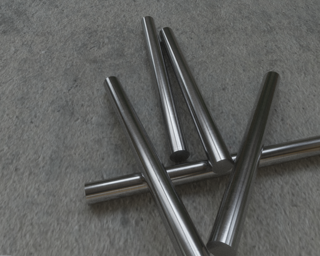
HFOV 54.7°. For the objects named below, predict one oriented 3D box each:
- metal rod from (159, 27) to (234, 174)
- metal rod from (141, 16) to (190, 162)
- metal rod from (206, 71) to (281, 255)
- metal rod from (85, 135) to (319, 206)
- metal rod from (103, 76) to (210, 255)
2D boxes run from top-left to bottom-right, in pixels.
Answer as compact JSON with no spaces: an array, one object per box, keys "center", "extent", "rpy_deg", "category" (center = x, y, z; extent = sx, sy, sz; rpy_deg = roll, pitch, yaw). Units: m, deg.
[{"center":[0.039,-0.062,0.438],"extent":[0.025,0.025,0.300],"rpy_deg":[-8,45,-7],"category":"metal rod"},{"center":[0.001,-0.079,0.469],"extent":[0.025,0.025,0.300],"rpy_deg":[-7,50,-6],"category":"metal rod"},{"center":[0.110,0.013,0.362],"extent":[0.025,0.025,0.301],"rpy_deg":[19,43,15],"category":"metal rod"},{"center":[0.066,0.046,0.365],"extent":[0.302,0.025,0.025],"rpy_deg":[-10,51,-9],"category":"metal rod"},{"center":[-0.019,0.026,0.352],"extent":[0.025,0.025,0.300],"rpy_deg":[-16,43,-13],"category":"metal rod"}]
